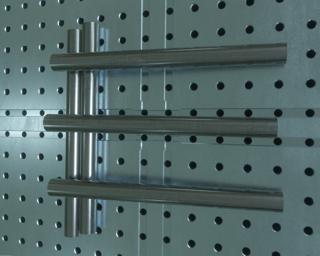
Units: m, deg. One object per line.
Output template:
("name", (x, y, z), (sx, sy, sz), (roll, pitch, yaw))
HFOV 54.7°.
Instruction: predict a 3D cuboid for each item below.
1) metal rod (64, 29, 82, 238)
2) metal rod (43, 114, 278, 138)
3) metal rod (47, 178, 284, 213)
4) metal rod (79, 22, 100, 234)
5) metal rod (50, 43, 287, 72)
("metal rod", (-0.125, 0.008, 0.454), (0.025, 0.025, 0.298), (1, 90, 19))
("metal rod", (-0.010, -0.004, 0.399), (0.301, 0.025, 0.025), (1, 91, 13))
("metal rod", (-0.003, 0.085, 0.397), (0.301, 0.025, 0.025), (1, 90, 13))
("metal rod", (-0.101, 0.000, 0.446), (0.025, 0.025, 0.298), (1, 90, 19))
("metal rod", (0.000, -0.089, 0.396), (0.301, 0.025, 0.025), (1, 90, 13))
